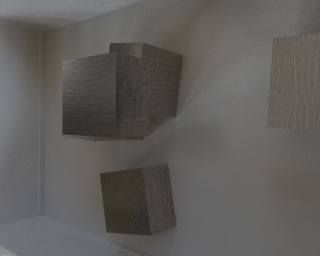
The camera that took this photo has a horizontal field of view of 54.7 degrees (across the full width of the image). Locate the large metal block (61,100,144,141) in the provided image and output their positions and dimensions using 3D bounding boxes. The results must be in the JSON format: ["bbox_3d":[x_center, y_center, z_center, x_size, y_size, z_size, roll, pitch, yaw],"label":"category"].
[{"bbox_3d":[-0.079,-0.011,0.429,0.080,0.081,0.050,4,93,45],"label":"large metal block"}]

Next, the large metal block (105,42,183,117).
[{"bbox_3d":[-0.019,-0.057,0.383,0.050,0.081,0.079,10,96,36],"label":"large metal block"}]

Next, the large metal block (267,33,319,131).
[{"bbox_3d":[0.145,-0.037,0.270,0.080,0.050,0.079,6,94,39],"label":"large metal block"}]

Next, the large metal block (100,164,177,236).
[{"bbox_3d":[-0.030,0.094,0.413,0.080,0.050,0.080,-13,82,39],"label":"large metal block"}]

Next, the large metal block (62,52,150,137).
[{"bbox_3d":[-0.058,-0.032,0.331,0.080,0.050,0.079,1,91,36],"label":"large metal block"}]
